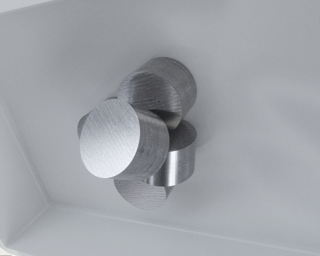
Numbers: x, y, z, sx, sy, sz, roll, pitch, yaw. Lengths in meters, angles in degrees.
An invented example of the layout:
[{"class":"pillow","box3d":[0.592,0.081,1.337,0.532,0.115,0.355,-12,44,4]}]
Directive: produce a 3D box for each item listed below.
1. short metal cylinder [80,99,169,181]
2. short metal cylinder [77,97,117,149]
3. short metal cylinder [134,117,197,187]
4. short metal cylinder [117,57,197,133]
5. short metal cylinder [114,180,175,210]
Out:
[{"class":"short metal cylinder","box3d":[-0.037,0.014,0.327,0.080,0.050,0.080,-9,74,33]},{"class":"short metal cylinder","box3d":[-0.064,0.004,0.424,0.080,0.050,0.079,13,124,20]},{"class":"short metal cylinder","box3d":[0.004,0.027,0.385,0.080,0.080,0.050,13,124,21]},{"class":"short metal cylinder","box3d":[-0.003,-0.038,0.367,0.080,0.050,0.079,13,124,20]},{"class":"short metal cylinder","box3d":[-0.018,0.069,0.441,0.080,0.050,0.079,13,124,20]}]
